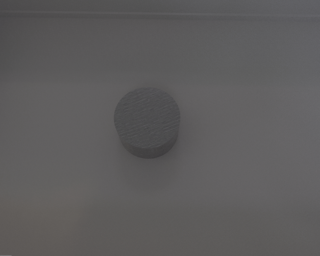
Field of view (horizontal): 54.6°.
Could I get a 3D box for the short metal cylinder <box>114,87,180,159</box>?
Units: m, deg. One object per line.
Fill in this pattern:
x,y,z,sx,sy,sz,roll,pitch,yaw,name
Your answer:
-0.015,-0.005,0.398,0.080,0.050,0.080,0,70,0,short metal cylinder
